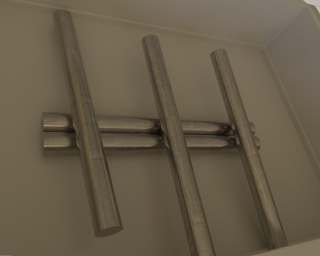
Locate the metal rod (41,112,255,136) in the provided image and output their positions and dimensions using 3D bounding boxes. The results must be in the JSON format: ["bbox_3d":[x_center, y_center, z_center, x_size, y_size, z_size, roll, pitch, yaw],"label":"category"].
[{"bbox_3d":[0.005,-0.001,0.409,0.303,0.025,0.025,2,61,-28],"label":"metal rod"}]

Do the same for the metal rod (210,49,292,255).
[{"bbox_3d":[0.120,0.028,0.425,0.025,0.025,0.299,-4,72,-30],"label":"metal rod"}]

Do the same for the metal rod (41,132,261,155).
[{"bbox_3d":[0.009,0.020,0.398,0.303,0.025,0.025,2,61,-28],"label":"metal rod"}]

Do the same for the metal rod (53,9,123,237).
[{"bbox_3d":[-0.088,-0.031,0.345,0.025,0.025,0.299,-1,54,-29],"label":"metal rod"}]

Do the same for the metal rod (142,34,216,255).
[{"bbox_3d":[0.016,0.007,0.378,0.025,0.025,0.299,1,61,-28],"label":"metal rod"}]
